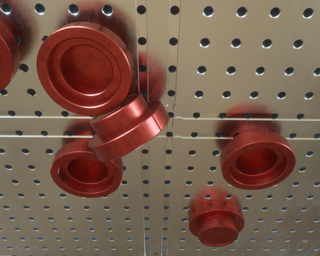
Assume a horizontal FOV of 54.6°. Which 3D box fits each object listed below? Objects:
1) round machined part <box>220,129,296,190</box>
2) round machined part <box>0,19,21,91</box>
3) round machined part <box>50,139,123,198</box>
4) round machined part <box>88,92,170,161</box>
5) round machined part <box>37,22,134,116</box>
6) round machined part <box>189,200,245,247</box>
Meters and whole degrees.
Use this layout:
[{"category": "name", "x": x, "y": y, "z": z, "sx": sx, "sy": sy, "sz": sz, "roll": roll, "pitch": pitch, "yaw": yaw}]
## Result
[{"category": "round machined part", "x": 0.133, "y": 0.040, "z": 0.435, "sx": 0.099, "sy": 0.042, "sz": 0.097, "roll": 0, "pitch": 130, "yaw": 0}, {"category": "round machined part", "x": -0.197, "y": -0.086, "z": 0.326, "sx": 0.099, "sy": 0.042, "sz": 0.097, "roll": 0, "pitch": 130, "yaw": 0}, {"category": "round machined part", "x": -0.102, "y": 0.054, "z": 0.445, "sx": 0.099, "sy": 0.042, "sz": 0.097, "roll": 0, "pitch": 130, "yaw": 0}, {"category": "round machined part", "x": -0.042, "y": -0.007, "z": 0.361, "sx": 0.098, "sy": 0.098, "sz": 0.042, "roll": -24, "pitch": 108, "yaw": 19}, {"category": "round machined part", "x": -0.077, "y": -0.066, "z": 0.337, "sx": 0.098, "sy": 0.042, "sz": 0.097, "roll": 2, "pitch": 121, "yaw": 3}, {"category": "round machined part", "x": 0.100, "y": 0.174, "z": 0.549, "sx": 0.099, "sy": 0.042, "sz": 0.097, "roll": 0, "pitch": 130, "yaw": 0}]
